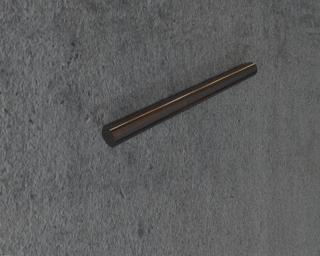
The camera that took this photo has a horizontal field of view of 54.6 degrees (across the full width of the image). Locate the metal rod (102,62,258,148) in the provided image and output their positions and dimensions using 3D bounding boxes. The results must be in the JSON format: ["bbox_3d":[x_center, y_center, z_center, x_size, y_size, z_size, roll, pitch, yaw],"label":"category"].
[{"bbox_3d":[0.049,-0.045,0.444,0.302,0.025,0.025,-27,107,-36],"label":"metal rod"}]
